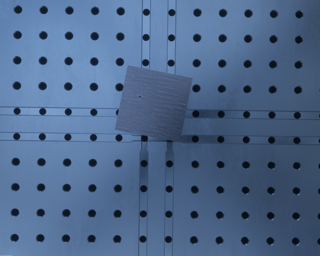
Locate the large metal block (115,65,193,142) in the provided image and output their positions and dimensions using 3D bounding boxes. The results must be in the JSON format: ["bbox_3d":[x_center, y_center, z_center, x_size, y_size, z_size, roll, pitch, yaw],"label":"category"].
[{"bbox_3d":[-0.007,-0.029,0.401,0.080,0.050,0.080,11,90,0],"label":"large metal block"}]
